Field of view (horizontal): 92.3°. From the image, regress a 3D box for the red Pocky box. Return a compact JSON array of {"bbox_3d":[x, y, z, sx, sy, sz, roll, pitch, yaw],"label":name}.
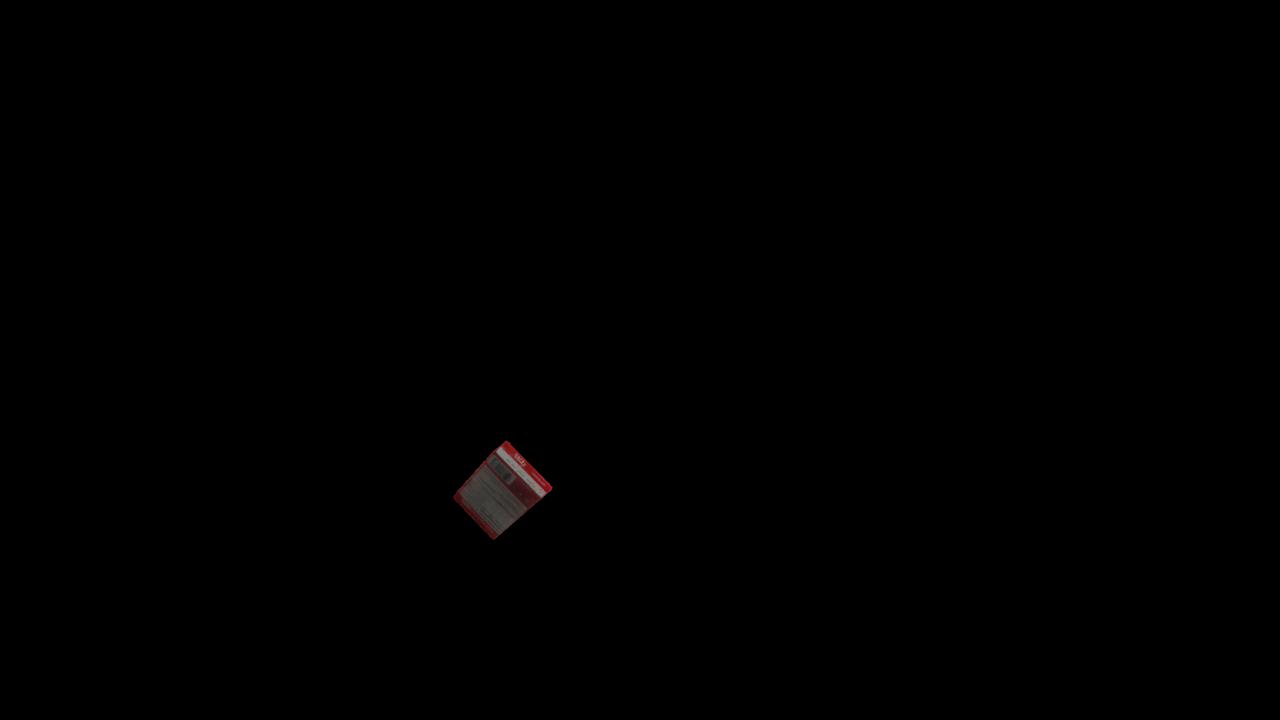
[{"bbox_3d":[-0.179,0.169,0.787,0.155,0.083,0.028,-44,1,42],"label":"red Pocky box"}]
